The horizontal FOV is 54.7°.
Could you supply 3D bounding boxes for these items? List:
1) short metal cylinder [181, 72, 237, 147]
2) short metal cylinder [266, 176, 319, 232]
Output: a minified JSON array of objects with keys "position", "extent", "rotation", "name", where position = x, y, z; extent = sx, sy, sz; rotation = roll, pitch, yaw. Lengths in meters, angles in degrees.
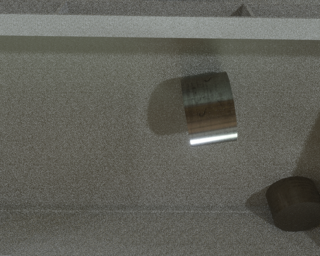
[{"position":[0.056,-0.021,0.356],"extent":[0.050,0.080,0.080],"rotation":[-9,130,7],"name":"short metal cylinder"},{"position":[0.218,0.123,0.499],"extent":[0.081,0.050,0.079],"rotation":[0,130,0],"name":"short metal cylinder"}]
